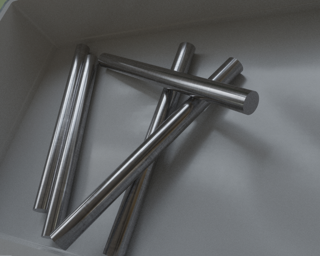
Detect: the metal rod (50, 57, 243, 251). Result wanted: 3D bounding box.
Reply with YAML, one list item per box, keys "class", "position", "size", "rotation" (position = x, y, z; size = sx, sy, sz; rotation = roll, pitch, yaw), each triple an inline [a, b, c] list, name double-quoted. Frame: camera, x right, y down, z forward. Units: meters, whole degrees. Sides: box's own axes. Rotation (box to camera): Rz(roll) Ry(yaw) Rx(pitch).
- class: "metal rod"
  position: [-0.005, 0.020, 0.368]
  size: [0.301, 0.025, 0.025]
  rotation: [-45, 51, -14]

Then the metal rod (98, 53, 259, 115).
- class: "metal rod"
  position: [-0.001, -0.070, 0.418]
  size: [0.300, 0.025, 0.025]
  rotation: [26, 76, 47]

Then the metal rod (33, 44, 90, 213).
- class: "metal rod"
  position: [-0.151, -0.017, 0.495]
  size: [0.025, 0.025, 0.299]
  rotation: [-10, 57, 23]

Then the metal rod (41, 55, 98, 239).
- class: "metal rod"
  position: [-0.129, 0.010, 0.467]
  size: [0.025, 0.025, 0.299]
  rotation: [-10, 57, 23]

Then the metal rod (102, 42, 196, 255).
- class: "metal rod"
  position: [-0.006, 0.013, 0.401]
  size: [0.025, 0.025, 0.300]
  rotation: [6, 64, 31]
